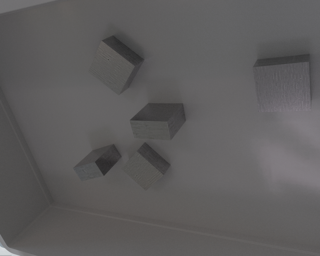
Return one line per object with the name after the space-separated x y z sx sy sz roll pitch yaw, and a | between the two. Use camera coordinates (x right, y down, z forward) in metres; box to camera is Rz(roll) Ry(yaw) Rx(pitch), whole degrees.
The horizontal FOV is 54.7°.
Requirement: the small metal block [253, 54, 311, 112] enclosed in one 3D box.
0.125 -0.045 0.315 0.050 0.025 0.050 -1 118 28 | small metal block

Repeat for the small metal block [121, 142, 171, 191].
-0.021 0.057 0.455 0.050 0.025 0.050 42 129 -1 | small metal block

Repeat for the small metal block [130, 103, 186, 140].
-0.001 -0.009 0.388 0.050 0.050 0.025 3 120 27 | small metal block

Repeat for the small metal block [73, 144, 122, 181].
-0.096 0.053 0.476 0.050 0.050 0.025 -18 109 35 | small metal block

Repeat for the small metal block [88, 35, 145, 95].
-0.056 -0.078 0.390 0.050 0.025 0.050 38 129 2 | small metal block
